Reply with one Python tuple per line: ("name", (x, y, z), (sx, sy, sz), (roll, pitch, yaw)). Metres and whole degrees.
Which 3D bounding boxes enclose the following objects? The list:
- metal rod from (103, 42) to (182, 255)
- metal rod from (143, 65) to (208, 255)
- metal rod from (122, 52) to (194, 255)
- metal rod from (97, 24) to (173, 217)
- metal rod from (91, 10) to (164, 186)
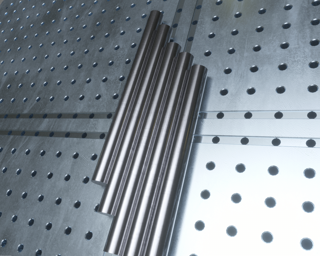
("metal rod", (-0.015, 0.010, 0.408), (0.025, 0.025, 0.300), (1, 62, 28))
("metal rod", (0.018, 0.052, 0.365), (0.025, 0.025, 0.300), (1, 62, 28))
("metal rod", (0.001, 0.029, 0.387), (0.025, 0.025, 0.300), (1, 62, 28))
("metal rod", (-0.028, -0.027, 0.436), (0.025, 0.025, 0.300), (1, 62, 28))
("metal rod", (-0.042, -0.059, 0.464), (0.025, 0.025, 0.300), (1, 62, 28))
